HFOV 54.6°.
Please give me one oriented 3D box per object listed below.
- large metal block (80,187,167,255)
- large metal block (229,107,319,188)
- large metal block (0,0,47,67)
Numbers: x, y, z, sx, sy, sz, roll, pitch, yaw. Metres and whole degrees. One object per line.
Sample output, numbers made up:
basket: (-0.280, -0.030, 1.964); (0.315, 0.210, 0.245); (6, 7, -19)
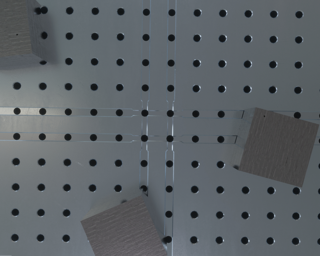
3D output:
large metal block: (-0.044, 0.134, 0.401); (0.080, 0.050, 0.080); (-23, 90, 0)
large metal block: (0.145, 0.023, 0.402); (0.080, 0.050, 0.080); (15, 90, 0)
large metal block: (-0.199, -0.125, 0.400); (0.080, 0.050, 0.080); (-7, 90, 0)
